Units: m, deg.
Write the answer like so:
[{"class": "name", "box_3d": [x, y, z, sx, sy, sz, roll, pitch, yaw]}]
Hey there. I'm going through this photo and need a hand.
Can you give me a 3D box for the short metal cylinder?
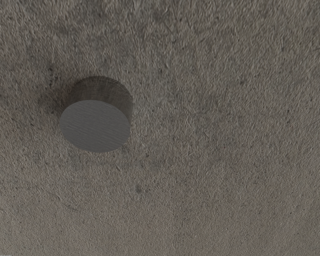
[{"class": "short metal cylinder", "box_3d": [-0.075, -0.016, 0.377, 0.080, 0.050, 0.080, 0, 130, 0]}]
